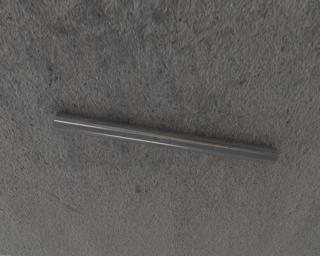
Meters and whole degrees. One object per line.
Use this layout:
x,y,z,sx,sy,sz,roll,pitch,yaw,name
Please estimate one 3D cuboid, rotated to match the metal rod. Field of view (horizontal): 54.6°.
0.014,0.015,0.419,0.302,0.025,0.025,9,130,-8,metal rod
